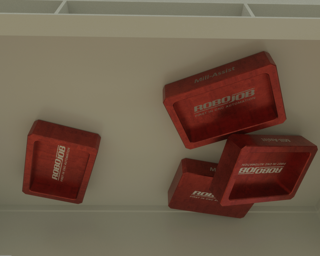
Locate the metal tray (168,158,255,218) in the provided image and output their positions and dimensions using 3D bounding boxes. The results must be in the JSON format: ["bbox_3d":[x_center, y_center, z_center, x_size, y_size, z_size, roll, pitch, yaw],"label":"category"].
[{"bbox_3d":[0.086,0.098,0.490,0.131,0.030,0.089,11,129,-9],"label":"metal tray"}]

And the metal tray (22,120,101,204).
[{"bbox_3d":[-0.145,0.054,0.450,0.091,0.030,0.129,15,129,-13],"label":"metal tray"}]

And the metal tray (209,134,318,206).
[{"bbox_3d":[0.138,0.055,0.413,0.131,0.030,0.089,2,117,-26],"label":"metal tray"}]

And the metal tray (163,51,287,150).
[{"bbox_3d":[0.079,-0.029,0.381,0.130,0.030,0.090,-17,128,14],"label":"metal tray"}]
